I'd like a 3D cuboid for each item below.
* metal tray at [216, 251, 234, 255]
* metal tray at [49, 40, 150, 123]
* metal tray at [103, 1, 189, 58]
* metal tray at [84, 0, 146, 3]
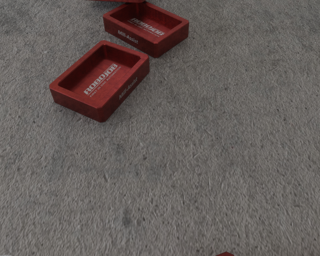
[{"bbox_3d":[0.046,0.180,0.249,0.091,0.030,0.130,-16,52,-13],"label":"metal tray"},{"bbox_3d":[-0.085,-0.075,0.461,0.090,0.030,0.130,23,54,18],"label":"metal tray"},{"bbox_3d":[-0.025,-0.182,0.552,0.130,0.030,0.090,34,58,25],"label":"metal tray"},{"bbox_3d":[-0.077,-0.274,0.606,0.130,0.030,0.090,12,39,20],"label":"metal tray"}]
